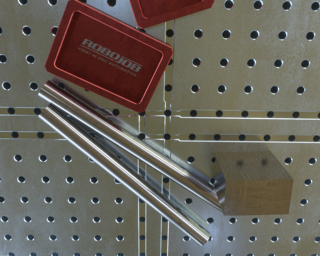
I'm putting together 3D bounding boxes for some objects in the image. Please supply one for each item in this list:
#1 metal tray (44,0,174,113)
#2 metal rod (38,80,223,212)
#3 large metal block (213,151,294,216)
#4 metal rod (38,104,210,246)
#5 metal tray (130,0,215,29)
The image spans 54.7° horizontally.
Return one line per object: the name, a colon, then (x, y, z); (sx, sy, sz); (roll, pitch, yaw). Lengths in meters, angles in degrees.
metal tray: (-0.061, -0.085, 0.378); (0.131, 0.030, 0.089); (24, 108, -9)
metal rod: (-0.025, 0.031, 0.424); (0.301, 0.025, 0.025); (34, 106, -12)
large metal block: (0.118, 0.071, 0.412); (0.081, 0.080, 0.050); (-1, 110, 0)
metal rod: (-0.041, 0.073, 0.439); (0.300, 0.025, 0.025); (42, 105, -14)
metal tray: (0.000, -0.187, 0.341); (0.090, 0.030, 0.129); (-16, 110, 5)
